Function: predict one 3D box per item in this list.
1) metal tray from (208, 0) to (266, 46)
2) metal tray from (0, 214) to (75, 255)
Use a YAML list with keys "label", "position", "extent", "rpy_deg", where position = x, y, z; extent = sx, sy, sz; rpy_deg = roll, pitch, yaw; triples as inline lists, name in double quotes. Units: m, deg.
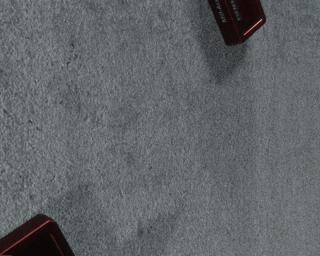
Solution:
- label: "metal tray"
  position: [0.119, -0.211, 0.499]
  extent: [0.090, 0.030, 0.130]
  rpy_deg: [-43, 116, -31]
- label: "metal tray"
  position: [-0.120, 0.163, 0.300]
  extent: [0.091, 0.030, 0.129]
  rpy_deg: [-34, 111, -35]
